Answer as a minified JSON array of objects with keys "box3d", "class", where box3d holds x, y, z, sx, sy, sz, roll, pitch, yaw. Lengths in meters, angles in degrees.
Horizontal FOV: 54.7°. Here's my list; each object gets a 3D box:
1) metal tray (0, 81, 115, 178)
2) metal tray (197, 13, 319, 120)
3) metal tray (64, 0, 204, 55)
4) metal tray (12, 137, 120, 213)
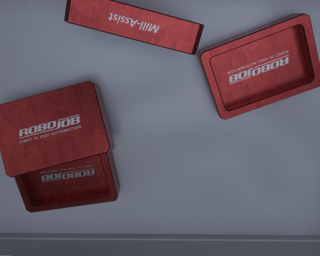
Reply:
[{"box3d":[-0.132,0.002,0.387,0.131,0.030,0.090,-15,88,2],"class":"metal tray"},{"box3d":[0.122,-0.074,0.382,0.130,0.030,0.090,-20,109,7],"class":"metal tray"},{"box3d":[-0.024,-0.114,0.334,0.131,0.090,0.030,13,110,-5],"class":"metal tray"},{"box3d":[-0.129,0.064,0.430,0.131,0.030,0.089,-9,110,3],"class":"metal tray"}]
